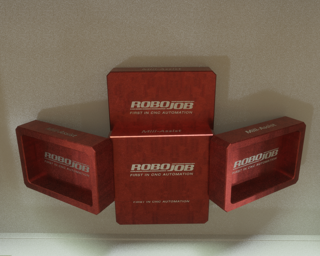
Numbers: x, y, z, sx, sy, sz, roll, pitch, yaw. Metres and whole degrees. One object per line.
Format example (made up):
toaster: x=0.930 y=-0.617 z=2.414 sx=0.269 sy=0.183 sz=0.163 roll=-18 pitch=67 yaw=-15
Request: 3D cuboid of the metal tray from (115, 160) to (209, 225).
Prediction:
metal tray: x=0.003 y=0.090 z=0.439 sx=0.131 sy=0.030 sz=0.089 roll=-1 pitch=110 yaw=-1

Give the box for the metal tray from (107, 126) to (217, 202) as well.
metal tray: x=0.003 y=0.046 z=0.392 sx=0.131 sy=0.030 sz=0.089 roll=-1 pitch=110 yaw=0

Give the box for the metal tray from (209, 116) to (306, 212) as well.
metal tray: x=0.123 y=0.042 z=0.390 sx=0.131 sy=0.030 sz=0.089 roll=-13 pitch=113 yaw=-27

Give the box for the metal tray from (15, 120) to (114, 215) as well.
metal tray: x=-0.120 y=0.046 z=0.390 sx=0.130 sy=0.030 sz=0.089 roll=12 pitch=114 yaw=26

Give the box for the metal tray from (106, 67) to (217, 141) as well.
metal tray: x=0.002 y=-0.030 z=0.395 sx=0.131 sy=0.030 sz=0.089 roll=-1 pitch=110 yaw=-1
